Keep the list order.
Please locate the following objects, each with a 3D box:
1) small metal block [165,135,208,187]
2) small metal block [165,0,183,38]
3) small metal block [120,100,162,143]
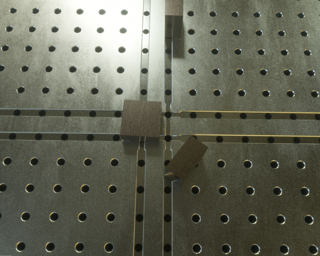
[{"bbox_3d":[0.031,0.042,0.383,0.025,0.050,0.050,36,74,12],"label":"small metal block"},{"bbox_3d":[0.020,-0.171,0.461,0.025,0.050,0.050,2,70,0],"label":"small metal block"},{"bbox_3d":[-0.024,-0.009,0.415,0.050,0.025,0.050,4,70,1],"label":"small metal block"}]
